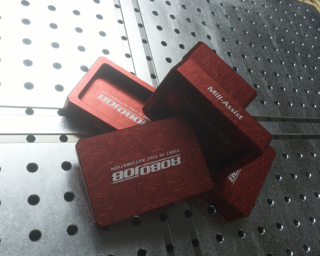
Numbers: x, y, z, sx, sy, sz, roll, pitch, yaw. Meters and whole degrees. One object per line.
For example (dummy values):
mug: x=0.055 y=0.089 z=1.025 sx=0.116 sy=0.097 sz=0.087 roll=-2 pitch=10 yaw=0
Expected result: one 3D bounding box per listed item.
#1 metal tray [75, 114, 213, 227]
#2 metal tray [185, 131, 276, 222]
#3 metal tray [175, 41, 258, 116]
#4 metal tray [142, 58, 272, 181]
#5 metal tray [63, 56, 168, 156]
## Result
metal tray: x=-0.017 y=0.043 z=0.340 sx=0.131 sy=0.030 sz=0.090 roll=-14 pitch=79 yaw=-19
metal tray: x=0.101 y=0.050 z=0.429 sx=0.090 sy=0.030 sz=0.131 roll=42 pitch=51 yaw=0
metal tray: x=0.061 y=-0.049 z=0.406 sx=0.090 sy=0.130 sz=0.030 roll=43 pitch=79 yaw=1
metal tray: x=0.049 y=-0.006 z=0.359 sx=0.130 sy=0.090 sz=0.030 roll=44 pitch=51 yaw=1
metal tray: x=-0.043 y=-0.025 z=0.398 sx=0.130 sy=0.030 sz=0.090 roll=31 pitch=51 yaw=-8
